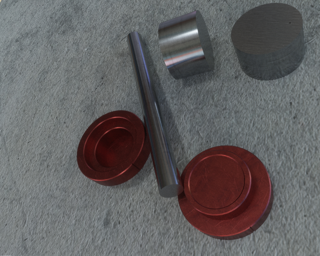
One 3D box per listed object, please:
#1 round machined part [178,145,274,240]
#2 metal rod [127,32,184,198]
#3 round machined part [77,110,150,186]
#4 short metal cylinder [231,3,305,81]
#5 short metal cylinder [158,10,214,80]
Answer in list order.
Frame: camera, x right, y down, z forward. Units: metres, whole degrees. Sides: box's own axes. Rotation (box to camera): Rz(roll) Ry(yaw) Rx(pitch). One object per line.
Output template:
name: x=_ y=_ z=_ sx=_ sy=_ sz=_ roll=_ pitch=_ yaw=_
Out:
round machined part: x=0.064 y=0.062 z=0.321 sx=0.098 sy=0.042 sz=0.098 roll=-13 pitch=56 yaw=20
metal rod: x=-0.016 y=-0.043 z=0.416 sx=0.025 sy=0.025 sz=0.300 roll=-26 pitch=46 yaw=12
round machined part: x=-0.055 y=0.029 z=0.402 sx=0.098 sy=0.042 sz=0.098 roll=-13 pitch=56 yaw=20
short metal cylinder: x=0.134 y=-0.106 z=0.382 sx=0.080 sy=0.050 sz=0.080 roll=-13 pitch=56 yaw=20
short metal cylinder: x=0.037 y=-0.110 z=0.415 sx=0.050 sy=0.080 sz=0.080 roll=-12 pitch=57 yaw=21
